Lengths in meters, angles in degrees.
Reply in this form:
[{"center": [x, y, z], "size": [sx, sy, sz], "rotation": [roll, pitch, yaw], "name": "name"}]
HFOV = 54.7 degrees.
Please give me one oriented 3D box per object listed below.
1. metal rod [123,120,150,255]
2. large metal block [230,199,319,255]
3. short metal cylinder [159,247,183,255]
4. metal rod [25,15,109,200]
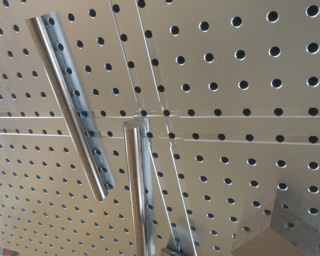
[{"center": [-0.035, 0.122, 0.505], "size": [0.025, 0.025, 0.298], "rotation": [12, 124, 21], "name": "metal rod"}, {"center": [0.155, 0.155, 0.409], "size": [0.080, 0.050, 0.080], "rotation": [37, 129, 3], "name": "large metal block"}, {"center": [0.015, 0.251, 0.523], "size": [0.050, 0.080, 0.079], "rotation": [21, 126, 16], "name": "short metal cylinder"}, {"center": [-0.133, -0.015, 0.472], "size": [0.025, 0.025, 0.298], "rotation": [1, 119, 28], "name": "metal rod"}]
